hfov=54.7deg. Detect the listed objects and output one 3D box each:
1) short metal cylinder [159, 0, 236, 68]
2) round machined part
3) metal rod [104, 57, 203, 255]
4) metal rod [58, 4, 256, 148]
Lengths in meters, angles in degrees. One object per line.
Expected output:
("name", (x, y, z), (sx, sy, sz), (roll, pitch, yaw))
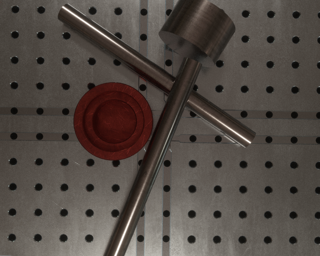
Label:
("short metal cylinder", (0.046, -0.119, 0.386), (0.080, 0.080, 0.050), (31, 90, -1))
("round machined part", (-0.058, -0.008, 0.404), (0.099, 0.042, 0.097), (0, 90, -1))
("metal rod", (-0.014, 0.055, 0.398), (0.025, 0.025, 0.298), (22, 96, -1))
("metal rod", (-0.004, -0.069, 0.413), (0.301, 0.025, 0.025), (34, 90, -1))
